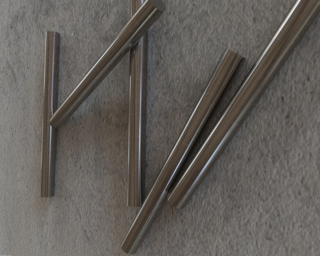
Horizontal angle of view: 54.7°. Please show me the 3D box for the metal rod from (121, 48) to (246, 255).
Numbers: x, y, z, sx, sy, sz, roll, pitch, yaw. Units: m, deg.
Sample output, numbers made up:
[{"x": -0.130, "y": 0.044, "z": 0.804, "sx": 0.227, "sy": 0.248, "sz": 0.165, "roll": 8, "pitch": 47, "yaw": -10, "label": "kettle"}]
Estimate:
[{"x": 0.019, "y": 0.044, "z": 0.387, "sx": 0.025, "sy": 0.025, "sz": 0.298, "roll": 40, "pitch": 114, "yaw": 32, "label": "metal rod"}]

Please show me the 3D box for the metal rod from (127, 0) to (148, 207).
[{"x": -0.031, "y": -0.043, "z": 0.427, "sx": 0.025, "sy": 0.025, "sz": 0.298, "roll": 2, "pitch": 91, "yaw": 39, "label": "metal rod"}]

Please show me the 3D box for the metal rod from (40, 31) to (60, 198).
[{"x": -0.201, "y": -0.023, "z": 0.567, "sx": 0.025, "sy": 0.025, "sz": 0.298, "roll": 5, "pitch": 93, "yaw": 39, "label": "metal rod"}]

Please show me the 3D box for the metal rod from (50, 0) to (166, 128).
[{"x": -0.094, "y": -0.079, "z": 0.457, "sx": 0.299, "sy": 0.025, "sz": 0.025, "roll": -36, "pitch": 68, "yaw": 41, "label": "metal rod"}]

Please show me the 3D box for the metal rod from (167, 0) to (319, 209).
[{"x": 0.089, "y": -0.028, "z": 0.330, "sx": 0.025, "sy": 0.025, "sz": 0.298, "roll": 44, "pitch": 116, "yaw": 31, "label": "metal rod"}]
